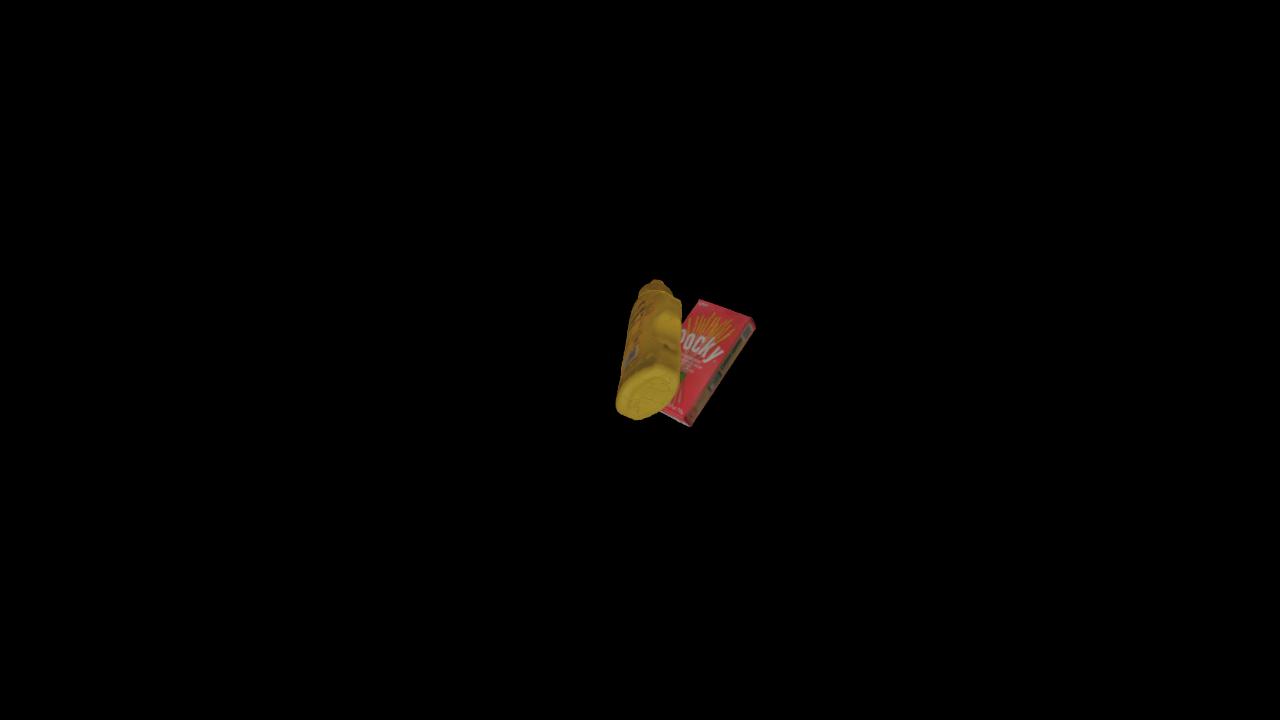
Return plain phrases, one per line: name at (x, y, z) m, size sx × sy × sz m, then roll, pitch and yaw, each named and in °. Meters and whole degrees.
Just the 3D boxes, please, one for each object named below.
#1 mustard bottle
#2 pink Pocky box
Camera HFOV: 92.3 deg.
mustard bottle at (0.013, -0.028, 0.688) m, size 0.054 × 0.184 × 0.092 m, roll 20°, pitch -46°, yaw -14°
pink Pocky box at (0.069, 0.000, 0.767) m, size 0.084 × 0.155 × 0.029 m, roll 26°, pitch -15°, yaw 38°
